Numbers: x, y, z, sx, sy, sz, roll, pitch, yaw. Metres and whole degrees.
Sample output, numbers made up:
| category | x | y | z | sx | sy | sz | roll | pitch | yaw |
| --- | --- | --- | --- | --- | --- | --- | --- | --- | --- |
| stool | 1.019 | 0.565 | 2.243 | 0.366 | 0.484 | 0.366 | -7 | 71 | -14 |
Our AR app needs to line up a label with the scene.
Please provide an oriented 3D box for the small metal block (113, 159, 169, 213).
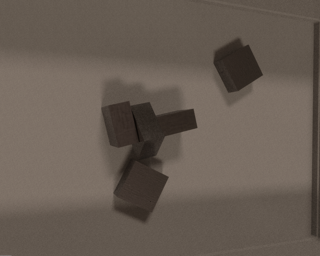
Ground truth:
| category | x | y | z | sx | sy | sz | roll | pitch | yaw |
| --- | --- | --- | --- | --- | --- | --- | --- | --- | --- |
| small metal block | -0.025 | 0.074 | 0.403 | 0.050 | 0.025 | 0.050 | 29 | 80 | -18 |

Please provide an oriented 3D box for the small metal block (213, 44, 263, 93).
| category | x | y | z | sx | sy | sz | roll | pitch | yaw |
| --- | --- | --- | --- | --- | --- | --- | --- | --- | --- |
| small metal block | 0.115 | -0.087 | 0.455 | 0.050 | 0.025 | 0.050 | -32 | 101 | -17 |

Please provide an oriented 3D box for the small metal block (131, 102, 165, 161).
| category | x | y | z | sx | sy | sz | roll | pitch | yaw |
| --- | --- | --- | --- | --- | --- | --- | --- | --- | --- |
| small metal block | -0.020 | 0.005 | 0.380 | 0.025 | 0.050 | 0.050 | -13 | 63 | -21 |

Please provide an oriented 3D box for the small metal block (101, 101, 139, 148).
| category | x | y | z | sx | sy | sz | roll | pitch | yaw |
| --- | --- | --- | --- | --- | --- | --- | --- | --- | --- |
| small metal block | -0.050 | -0.005 | 0.380 | 0.025 | 0.050 | 0.050 | -14 | 95 | -19 |

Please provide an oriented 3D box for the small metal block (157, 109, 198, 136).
| category | x | y | z | sx | sy | sz | roll | pitch | yaw |
| --- | --- | --- | --- | --- | --- | --- | --- | --- | --- |
| small metal block | 0.013 | -0.007 | 0.403 | 0.050 | 0.050 | 0.025 | -14 | 95 | -20 |
